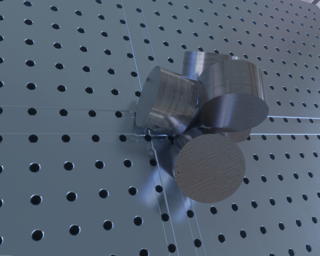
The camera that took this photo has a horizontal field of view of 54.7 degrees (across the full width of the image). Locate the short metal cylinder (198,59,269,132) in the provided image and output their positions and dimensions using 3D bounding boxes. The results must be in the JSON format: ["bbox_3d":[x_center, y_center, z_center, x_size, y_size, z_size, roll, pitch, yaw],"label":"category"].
[{"bbox_3d":[0.087,-0.037,0.376,0.081,0.080,0.050,16,55,-19],"label":"short metal cylinder"}]

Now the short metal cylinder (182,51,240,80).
[{"bbox_3d":[0.072,-0.081,0.452,0.081,0.080,0.050,2,101,-27],"label":"short metal cylinder"}]

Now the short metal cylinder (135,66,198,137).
[{"bbox_3d":[0.007,-0.033,0.396,0.050,0.080,0.080,17,55,-18],"label":"short metal cylinder"}]

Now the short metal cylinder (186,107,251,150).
[{"bbox_3d":[0.079,-0.004,0.435,0.081,0.050,0.080,13,55,-20],"label":"short metal cylinder"}]

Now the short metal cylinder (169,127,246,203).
[{"bbox_3d":[0.054,0.042,0.368,0.081,0.050,0.079,-1,98,-5],"label":"short metal cylinder"}]
